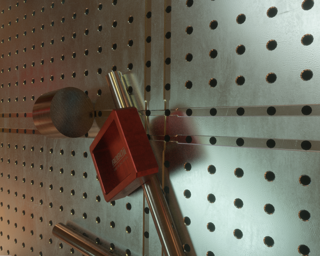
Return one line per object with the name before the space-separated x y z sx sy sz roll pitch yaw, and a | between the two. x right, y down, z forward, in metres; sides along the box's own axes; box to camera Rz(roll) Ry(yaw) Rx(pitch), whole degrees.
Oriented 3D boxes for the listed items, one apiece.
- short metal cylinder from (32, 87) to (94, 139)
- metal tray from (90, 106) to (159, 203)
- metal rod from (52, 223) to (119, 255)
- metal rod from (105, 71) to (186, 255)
short metal cylinder | -0.154 -0.023 0.497 0.050 0.081 0.080 -5 87 39
metal tray | -0.055 0.040 0.419 0.129 0.030 0.090 -46 60 53
metal rod | -0.067 0.203 0.462 0.300 0.025 0.025 10 97 39
metal rod | -0.019 0.056 0.423 0.025 0.025 0.299 -32 70 35
